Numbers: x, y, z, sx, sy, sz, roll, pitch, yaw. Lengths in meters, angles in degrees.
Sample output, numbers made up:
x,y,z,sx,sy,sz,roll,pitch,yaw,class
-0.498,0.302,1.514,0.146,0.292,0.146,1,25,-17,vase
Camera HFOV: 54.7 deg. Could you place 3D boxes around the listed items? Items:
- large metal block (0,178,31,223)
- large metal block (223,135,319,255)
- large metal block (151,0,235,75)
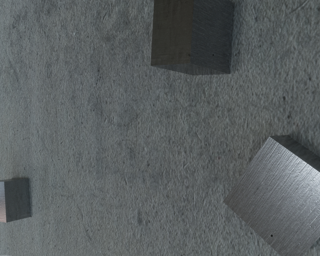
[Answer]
x,y,z,sx,sy,sz,roll,pitch,yaw,class
-0.318,0.150,0.652,0.080,0.050,0.080,-9,84,39,large metal block
0.121,0.063,0.289,0.080,0.050,0.080,42,115,32,large metal block
0.037,-0.103,0.338,0.050,0.081,0.079,6,94,40,large metal block
